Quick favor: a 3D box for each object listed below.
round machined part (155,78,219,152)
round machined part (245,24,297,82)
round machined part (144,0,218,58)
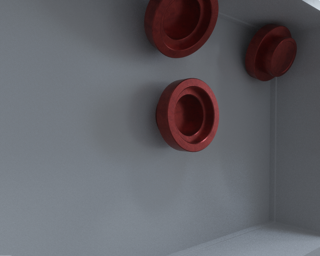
[{"bbox_3d":[0.033,-0.017,0.423,0.099,0.042,0.097,0,90,-40],"label":"round machined part"},{"bbox_3d":[0.198,-0.127,0.537,0.099,0.042,0.097,-20,126,-29],"label":"round machined part"},{"bbox_3d":[0.023,-0.143,0.394,0.099,0.042,0.097,-22,136,-22],"label":"round machined part"}]
